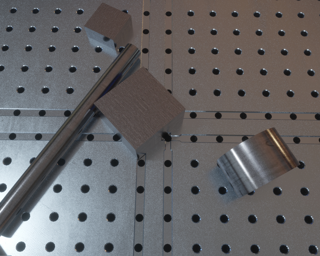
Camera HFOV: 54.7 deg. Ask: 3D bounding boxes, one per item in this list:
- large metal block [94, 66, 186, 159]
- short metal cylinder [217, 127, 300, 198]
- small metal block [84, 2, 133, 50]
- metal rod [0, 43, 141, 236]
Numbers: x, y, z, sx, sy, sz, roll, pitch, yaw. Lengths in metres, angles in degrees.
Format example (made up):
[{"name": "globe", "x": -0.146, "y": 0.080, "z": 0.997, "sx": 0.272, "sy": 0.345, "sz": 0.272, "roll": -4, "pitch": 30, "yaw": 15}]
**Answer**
[{"name": "large metal block", "x": -0.025, "y": -0.019, "z": 0.405, "sx": 0.080, "sy": 0.050, "sz": 0.080, "roll": -40, "pitch": 75, "yaw": -13}, {"name": "short metal cylinder", "x": 0.116, "y": 0.042, "z": 0.369, "sx": 0.080, "sy": 0.080, "sz": 0.050, "roll": -26, "pitch": 73, "yaw": -9}, {"name": "small metal block", "x": -0.077, "y": -0.154, "z": 0.467, "sx": 0.050, "sy": 0.025, "sz": 0.050, "roll": 27, "pitch": 72, "yaw": 9}, {"name": "metal rod", "x": -0.119, "y": 0.004, "z": 0.408, "sx": 0.025, "sy": 0.025, "sz": 0.300, "roll": 31, "pitch": 73, "yaw": 10}]
